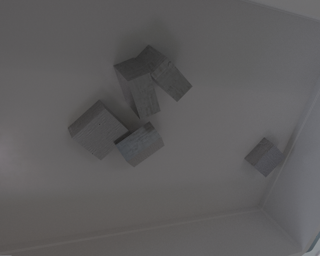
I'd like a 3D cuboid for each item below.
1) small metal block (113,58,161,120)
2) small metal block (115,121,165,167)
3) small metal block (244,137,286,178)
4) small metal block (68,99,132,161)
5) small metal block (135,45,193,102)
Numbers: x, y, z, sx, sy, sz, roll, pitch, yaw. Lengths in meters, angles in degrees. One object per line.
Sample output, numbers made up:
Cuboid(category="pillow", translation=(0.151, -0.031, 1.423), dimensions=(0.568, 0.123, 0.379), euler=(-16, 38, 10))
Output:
Cuboid(category="small metal block", translation=(-0.026, -0.045, 0.350), dimensions=(0.025, 0.050, 0.050), euler=(-25, 128, -12))
Cuboid(category="small metal block", translation=(-0.024, 0.022, 0.393), dimensions=(0.050, 0.025, 0.050), euler=(-35, 165, -5))
Cuboid(category="small metal block", translation=(0.184, 0.052, 0.541), dimensions=(0.050, 0.025, 0.050), euler=(-48, 129, 6))
Cuboid(category="small metal block", translation=(-0.072, 0.003, 0.371), dimensions=(0.050, 0.025, 0.050), euler=(-42, 129, 1))
Cuboid(category="small metal block", translation=(0.003, -0.063, 0.355), dimensions=(0.025, 0.050, 0.050), euler=(-46, 129, 3))
